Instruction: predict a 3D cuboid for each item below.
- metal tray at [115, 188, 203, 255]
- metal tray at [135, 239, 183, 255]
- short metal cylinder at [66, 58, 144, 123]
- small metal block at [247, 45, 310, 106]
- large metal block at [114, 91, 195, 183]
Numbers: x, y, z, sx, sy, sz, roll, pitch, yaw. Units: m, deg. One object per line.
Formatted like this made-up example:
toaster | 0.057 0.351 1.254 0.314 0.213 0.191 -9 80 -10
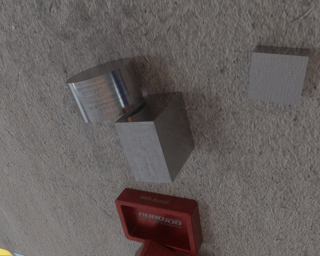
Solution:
metal tray | -0.002 0.149 0.496 0.130 0.030 0.089 4 121 26
metal tray | 0.021 0.239 0.516 0.130 0.030 0.089 27 141 1
short metal cylinder | -0.065 -0.047 0.377 0.080 0.080 0.050 -5 116 30
small metal block | 0.118 -0.053 0.312 0.050 0.025 0.050 11 123 22
large metal block | -0.002 0.010 0.378 0.050 0.080 0.080 -2 117 29
